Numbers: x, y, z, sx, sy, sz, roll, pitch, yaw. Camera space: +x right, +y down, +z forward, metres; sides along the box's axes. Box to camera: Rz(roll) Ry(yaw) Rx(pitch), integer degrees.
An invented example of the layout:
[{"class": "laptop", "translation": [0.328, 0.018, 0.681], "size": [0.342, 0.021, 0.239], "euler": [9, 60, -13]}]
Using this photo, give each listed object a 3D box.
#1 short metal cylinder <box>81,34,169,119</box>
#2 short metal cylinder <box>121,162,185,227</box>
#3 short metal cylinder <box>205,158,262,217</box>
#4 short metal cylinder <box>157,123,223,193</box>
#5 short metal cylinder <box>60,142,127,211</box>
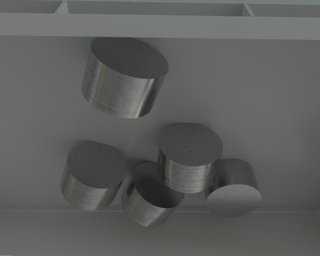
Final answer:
[{"class": "short metal cylinder", "translation": [-0.037, -0.055, 0.325], "size": [0.081, 0.080, 0.050], "euler": [15, 129, -13]}, {"class": "short metal cylinder", "translation": [-0.011, 0.096, 0.455], "size": [0.080, 0.080, 0.050], "euler": [18, 128, -15]}, {"class": "short metal cylinder", "translation": [0.107, 0.092, 0.472], "size": [0.081, 0.050, 0.079], "euler": [0, 130, 0]}, {"class": "short metal cylinder", "translation": [0.037, 0.038, 0.405], "size": [0.081, 0.080, 0.050], "euler": [2, 130, -2]}, {"class": "short metal cylinder", "translation": [-0.092, 0.066, 0.428], "size": [0.081, 0.080, 0.050], "euler": [16, 128, -14]}]
